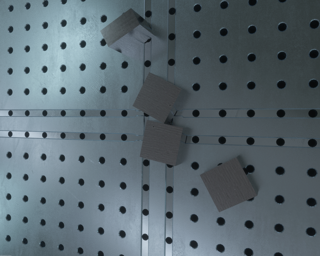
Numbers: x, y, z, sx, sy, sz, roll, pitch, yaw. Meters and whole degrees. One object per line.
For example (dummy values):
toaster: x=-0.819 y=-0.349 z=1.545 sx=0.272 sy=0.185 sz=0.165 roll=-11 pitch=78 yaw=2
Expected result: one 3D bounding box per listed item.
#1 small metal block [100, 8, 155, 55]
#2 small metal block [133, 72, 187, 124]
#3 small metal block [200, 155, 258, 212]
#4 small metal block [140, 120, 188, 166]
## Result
small metal block: x=-0.042 y=-0.127 z=0.415 sx=0.050 sy=0.050 sz=0.025 roll=-30 pitch=80 yaw=17
small metal block: x=0.000 y=-0.039 z=0.413 sx=0.050 sy=0.025 sz=0.050 roll=30 pitch=100 yaw=17
small metal block: x=0.085 y=0.068 z=0.383 sx=0.050 sy=0.025 sz=0.050 roll=-30 pitch=80 yaw=17
small metal block: x=0.005 y=0.019 z=0.411 sx=0.050 sy=0.025 sz=0.050 roll=13 pitch=94 yaw=19
